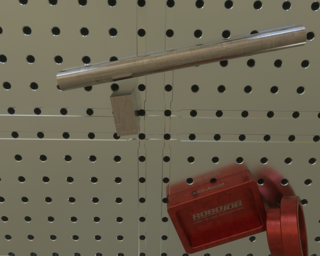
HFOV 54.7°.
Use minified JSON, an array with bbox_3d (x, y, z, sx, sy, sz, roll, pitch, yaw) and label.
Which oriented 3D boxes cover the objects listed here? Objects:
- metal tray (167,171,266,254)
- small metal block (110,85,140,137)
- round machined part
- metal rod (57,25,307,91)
[{"bbox_3d":[0.086,0.126,0.458,0.130,0.030,0.090,-20,109,6],"label":"metal tray"},{"bbox_3d":[-0.043,-0.023,0.391,0.025,0.050,0.050,-7,110,2],"label":"small metal block"},{"bbox_3d":[0.178,0.146,0.436,0.042,0.098,0.097,-9,112,28],"label":"round machined part"},{"bbox_3d":[0.023,-0.085,0.382,0.302,0.025,0.025,-10,110,3],"label":"metal rod"}]
